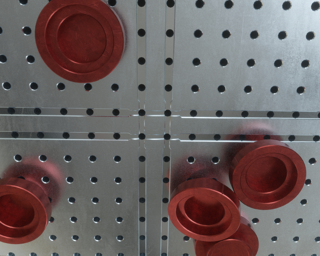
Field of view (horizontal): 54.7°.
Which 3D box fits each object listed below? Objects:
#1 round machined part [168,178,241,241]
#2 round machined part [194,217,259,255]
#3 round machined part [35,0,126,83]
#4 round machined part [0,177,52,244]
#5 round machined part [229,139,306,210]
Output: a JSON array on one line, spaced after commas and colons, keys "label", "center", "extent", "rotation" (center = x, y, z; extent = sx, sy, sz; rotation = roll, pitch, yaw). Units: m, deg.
[{"label": "round machined part", "center": [0.064, 0.109, 0.436], "extent": [0.098, 0.042, 0.097], "rotation": [7, 120, 12]}, {"label": "round machined part", "center": [0.103, 0.184, 0.474], "extent": [0.099, 0.042, 0.097], "rotation": [0, 110, -1]}, {"label": "round machined part", "center": [-0.090, -0.105, 0.364], "extent": [0.099, 0.042, 0.097], "rotation": [0, 110, -1]}, {"label": "round machined part", "center": [-0.204, 0.113, 0.443], "extent": [0.099, 0.042, 0.097], "rotation": [0, 110, -1]}, {"label": "round machined part", "center": [0.144, 0.060, 0.429], "extent": [0.099, 0.042, 0.097], "rotation": [0, 110, -1]}]
